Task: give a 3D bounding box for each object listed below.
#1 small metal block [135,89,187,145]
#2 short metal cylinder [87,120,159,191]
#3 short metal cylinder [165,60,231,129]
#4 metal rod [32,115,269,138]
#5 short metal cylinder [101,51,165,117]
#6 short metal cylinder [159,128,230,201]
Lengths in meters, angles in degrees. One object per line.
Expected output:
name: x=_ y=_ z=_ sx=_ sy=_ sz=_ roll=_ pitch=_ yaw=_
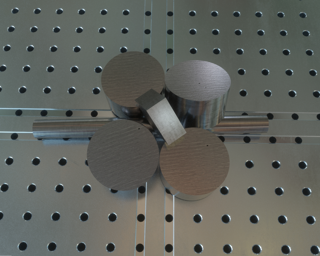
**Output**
small metal block: x=0.000 y=-0.014 z=0.362 sx=0.025 sy=0.050 sz=0.050 roll=-35 pitch=116 yaw=-6
short metal cylinder: x=-0.041 y=0.030 z=0.370 sx=0.081 sy=0.050 sz=0.079 roll=0 pitch=90 yaw=-1
short metal cylinder: x=0.046 y=-0.043 z=0.396 sx=0.081 sy=0.050 sz=0.080 roll=0 pitch=47 yaw=0
metal rod: x=-0.011 y=-0.002 z=0.408 sx=0.302 sy=0.025 sz=0.025 roll=-1 pitch=70 yaw=-1
short metal cylinder: x=-0.034 y=-0.054 z=0.414 sx=0.081 sy=0.050 sz=0.080 roll=0 pitch=70 yaw=0
short metal cylinder: x=0.040 y=0.045 z=0.378 sx=0.081 sy=0.050 sz=0.080 roll=0 pitch=70 yaw=0
